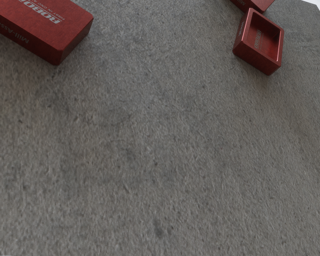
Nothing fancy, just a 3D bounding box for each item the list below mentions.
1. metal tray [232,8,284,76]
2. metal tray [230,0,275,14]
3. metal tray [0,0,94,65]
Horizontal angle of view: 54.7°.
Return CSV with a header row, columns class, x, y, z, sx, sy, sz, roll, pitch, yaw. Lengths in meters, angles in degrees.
class,x,y,z,sx,sy,sz,roll,pitch,yaw
metal tray,0.199,-0.174,0.616,0.090,0.030,0.130,30,52,-10
metal tray,0.187,-0.306,0.691,0.130,0.030,0.090,42,51,0
metal tray,-0.166,-0.149,0.403,0.130,0.030,0.090,31,51,-8
